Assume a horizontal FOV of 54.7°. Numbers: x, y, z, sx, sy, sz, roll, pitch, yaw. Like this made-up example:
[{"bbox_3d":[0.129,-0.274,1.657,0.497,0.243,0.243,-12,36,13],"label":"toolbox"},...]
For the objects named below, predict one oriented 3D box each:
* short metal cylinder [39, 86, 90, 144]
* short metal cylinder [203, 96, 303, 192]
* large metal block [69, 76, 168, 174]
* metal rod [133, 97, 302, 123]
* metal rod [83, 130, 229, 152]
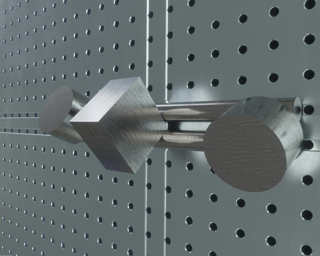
[{"bbox_3d":[-0.146,-0.020,0.495,0.080,0.050,0.080,-19,56,31],"label":"short metal cylinder"},{"bbox_3d":[0.090,0.015,0.301,0.080,0.050,0.079,19,124,32],"label":"short metal cylinder"},{"bbox_3d":[-0.045,-0.004,0.372,0.050,0.080,0.080,1,133,40],"label":"large metal block"},{"bbox_3d":[0.017,-0.020,0.394,0.300,0.025,0.025,1,91,40],"label":"metal rod"},{"bbox_3d":[-0.040,0.014,0.441,0.300,0.025,0.025,1,91,40],"label":"metal rod"}]
